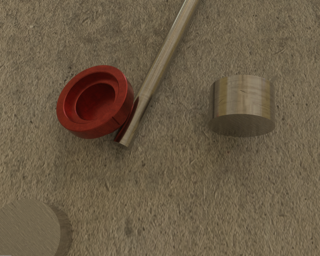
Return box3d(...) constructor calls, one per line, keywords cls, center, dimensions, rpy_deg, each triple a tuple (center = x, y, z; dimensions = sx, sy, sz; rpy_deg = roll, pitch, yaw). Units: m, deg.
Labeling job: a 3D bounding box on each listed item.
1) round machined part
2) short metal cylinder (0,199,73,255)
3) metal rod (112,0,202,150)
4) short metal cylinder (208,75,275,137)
box3d(cls="round machined part", center=(-0.078, -0.029, 0.397), dimensions=(0.098, 0.042, 0.098), rpy_deg=(-9, 59, 16))
box3d(cls="short metal cylinder", center=(-0.145, 0.123, 0.348), dimensions=(0.081, 0.050, 0.080), rpy_deg=(0, 70, 0))
box3d(cls="metal rod", center=(0.009, -0.106, 0.446), dimensions=(0.025, 0.025, 0.300), rpy_deg=(22, 71, 7))
box3d(cls="short metal cylinder", center=(0.102, -0.025, 0.389), dimensions=(0.080, 0.080, 0.050), rpy_deg=(6, 70, 2))
